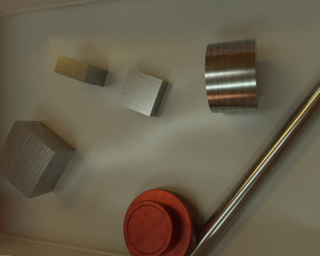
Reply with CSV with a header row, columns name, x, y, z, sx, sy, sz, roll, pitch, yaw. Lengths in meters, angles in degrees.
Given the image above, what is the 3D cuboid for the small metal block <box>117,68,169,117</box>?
name,x,y,z,sx,sy,sz,roll,pitch,yaw
small metal block,-0.023,-0.047,0.418,0.050,0.025,0.050,22,97,18

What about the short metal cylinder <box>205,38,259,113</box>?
name,x,y,z,sx,sy,sz,roll,pitch,yaw
short metal cylinder,0.084,-0.058,0.351,0.050,0.080,0.079,-2,90,20

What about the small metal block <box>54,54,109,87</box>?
name,x,y,z,sx,sy,sz,roll,pitch,yaw
small metal block,-0.109,-0.080,0.434,0.050,0.050,0.025,20,97,18

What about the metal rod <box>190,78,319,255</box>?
name,x,y,z,sx,sy,sz,roll,pitch,yaw
metal rod,0.120,0.050,0.368,0.025,0.025,0.299,38,102,15

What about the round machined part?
name,x,y,z,sx,sy,sz,roll,pitch,yaw
round machined part,-0.006,0.126,0.389,0.098,0.042,0.098,-8,72,27

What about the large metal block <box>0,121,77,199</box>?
name,x,y,z,sx,sy,sz,roll,pitch,yaw
large metal block,-0.187,0.044,0.461,0.080,0.050,0.080,35,101,16
